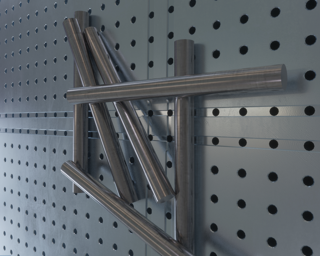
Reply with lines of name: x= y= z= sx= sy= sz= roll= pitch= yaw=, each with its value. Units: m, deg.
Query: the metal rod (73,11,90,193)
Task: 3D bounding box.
metal rod: x=-0.132 y=-0.043 z=0.520 sx=0.025 sy=0.025 sz=0.298 roll=1 pitch=91 yaw=40

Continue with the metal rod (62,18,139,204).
metal rod: x=-0.093 y=-0.030 z=0.471 sx=0.025 sy=0.025 sz=0.299 roll=-27 pitch=78 yaw=37

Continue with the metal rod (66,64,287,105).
metal rod: x=-0.006 y=-0.048 z=0.378 sx=0.300 sy=0.025 sz=0.025 roll=0 pitch=90 yaw=35

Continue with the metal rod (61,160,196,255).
metal rod: x=-0.042 y=0.117 z=0.411 sx=0.300 sy=0.025 sz=0.025 roll=26 pitch=107 yaw=37

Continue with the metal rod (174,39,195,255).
metal rod: x=0.030 y=0.042 z=0.385 sx=0.025 sy=0.025 sz=0.298 roll=0 pitch=90 yaw=40

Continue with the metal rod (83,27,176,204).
metal rod: x=-0.053 y=-0.035 z=0.440 sx=0.025 sy=0.025 sz=0.299 roll=-44 pitch=60 yaw=31
